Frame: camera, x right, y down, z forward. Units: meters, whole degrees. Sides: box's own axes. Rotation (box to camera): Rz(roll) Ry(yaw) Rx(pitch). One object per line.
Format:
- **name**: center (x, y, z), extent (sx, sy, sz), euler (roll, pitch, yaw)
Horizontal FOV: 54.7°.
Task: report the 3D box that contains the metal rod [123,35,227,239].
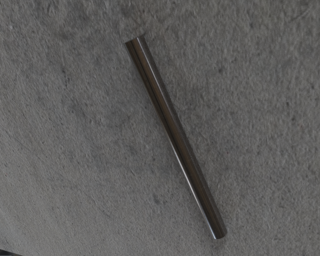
- **metal rod**: center (0.028, 0.026, 0.406), extent (0.025, 0.025, 0.299), euler (-12, 113, 33)
